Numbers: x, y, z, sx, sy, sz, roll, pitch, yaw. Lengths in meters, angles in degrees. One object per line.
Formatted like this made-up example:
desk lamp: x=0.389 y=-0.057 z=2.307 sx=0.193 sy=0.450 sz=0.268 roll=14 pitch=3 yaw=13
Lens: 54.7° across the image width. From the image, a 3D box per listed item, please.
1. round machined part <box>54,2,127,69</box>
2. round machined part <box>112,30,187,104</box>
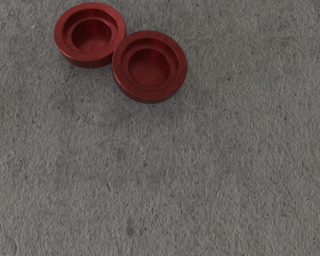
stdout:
round machined part: x=-0.096 y=-0.127 z=0.445 sx=0.099 sy=0.042 sz=0.098 roll=0 pitch=70 yaw=0
round machined part: x=-0.016 y=-0.079 z=0.421 sx=0.099 sy=0.042 sz=0.098 roll=2 pitch=76 yaw=-9
